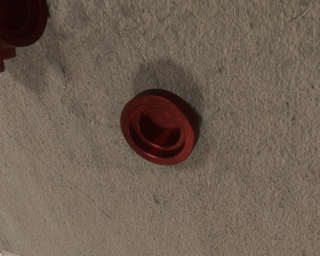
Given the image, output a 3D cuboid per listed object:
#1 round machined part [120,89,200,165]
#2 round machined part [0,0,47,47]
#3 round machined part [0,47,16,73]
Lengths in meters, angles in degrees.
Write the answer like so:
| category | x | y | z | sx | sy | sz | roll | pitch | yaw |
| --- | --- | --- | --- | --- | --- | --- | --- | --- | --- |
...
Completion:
| category | x | y | z | sx | sy | sz | roll | pitch | yaw |
| --- | --- | --- | --- | --- | --- | --- | --- | --- | --- |
| round machined part | 0.003 | -0.005 | 0.390 | 0.098 | 0.042 | 0.097 | 13 | 124 | 20 |
| round machined part | -0.186 | -0.145 | 0.366 | 0.042 | 0.098 | 0.097 | 4 | 120 | 25 |
| round machined part | -0.231 | -0.124 | 0.420 | 0.098 | 0.042 | 0.097 | 40 | 144 | 39 |
